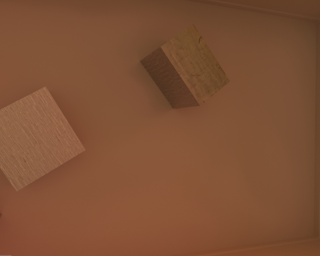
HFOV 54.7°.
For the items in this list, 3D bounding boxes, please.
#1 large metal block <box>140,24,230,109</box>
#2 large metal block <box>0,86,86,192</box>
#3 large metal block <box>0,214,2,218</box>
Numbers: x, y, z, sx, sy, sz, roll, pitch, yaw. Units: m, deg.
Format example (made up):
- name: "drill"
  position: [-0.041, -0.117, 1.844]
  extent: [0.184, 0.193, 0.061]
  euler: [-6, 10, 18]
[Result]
- name: "large metal block"
  position: [0.028, -0.073, 0.391]
  extent: [0.050, 0.080, 0.080]
  euler: [-39, 103, -16]
- name: "large metal block"
  position: [-0.142, 0.010, 0.345]
  extent: [0.080, 0.050, 0.080]
  euler: [-33, 101, -17]
- name: "large metal block"
  position: [-0.213, 0.103, 0.303]
  extent: [0.080, 0.080, 0.050]
  euler: [29, 81, -18]
